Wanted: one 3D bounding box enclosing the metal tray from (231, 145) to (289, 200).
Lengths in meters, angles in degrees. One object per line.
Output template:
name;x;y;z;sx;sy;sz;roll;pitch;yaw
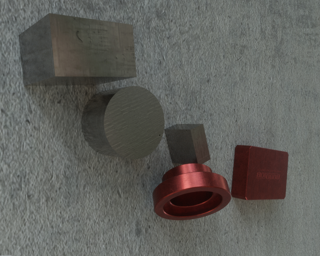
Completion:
metal tray;0.183;0.082;0.559;0.131;0.030;0.089;10;84;-40

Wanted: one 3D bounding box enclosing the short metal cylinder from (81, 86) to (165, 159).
short metal cylinder;-0.042;-0.006;0.355;0.081;0.050;0.079;0;90;-40

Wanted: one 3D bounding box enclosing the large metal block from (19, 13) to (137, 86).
large metal block;-0.081;-0.070;0.302;0.081;0.080;0.050;-8;95;-40

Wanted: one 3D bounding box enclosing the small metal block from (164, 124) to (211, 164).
small metal block;0.037;0.022;0.422;0.025;0.050;0.050;-23;105;-38

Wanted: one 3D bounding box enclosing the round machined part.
round machined part;0.039;0.081;0.404;0.098;0.098;0.042;26;40;-37
